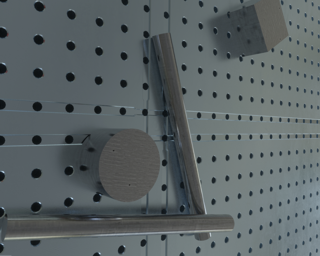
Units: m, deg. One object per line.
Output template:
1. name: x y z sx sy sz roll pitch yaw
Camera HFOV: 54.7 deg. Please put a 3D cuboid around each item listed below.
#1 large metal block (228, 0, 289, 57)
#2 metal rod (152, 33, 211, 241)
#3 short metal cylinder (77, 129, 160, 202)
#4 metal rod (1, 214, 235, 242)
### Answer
1. large metal block: 0.174 -0.181 0.541 0.080 0.050 0.080 -38 114 -34
2. metal rod: 0.033 0.019 0.439 0.025 0.025 0.298 -21 103 -38
3. short metal cylinder: -0.047 0.040 0.355 0.081 0.050 0.079 0 90 -40
4. metal rod: -0.022 0.117 0.373 0.302 0.025 0.025 11 83 -34
